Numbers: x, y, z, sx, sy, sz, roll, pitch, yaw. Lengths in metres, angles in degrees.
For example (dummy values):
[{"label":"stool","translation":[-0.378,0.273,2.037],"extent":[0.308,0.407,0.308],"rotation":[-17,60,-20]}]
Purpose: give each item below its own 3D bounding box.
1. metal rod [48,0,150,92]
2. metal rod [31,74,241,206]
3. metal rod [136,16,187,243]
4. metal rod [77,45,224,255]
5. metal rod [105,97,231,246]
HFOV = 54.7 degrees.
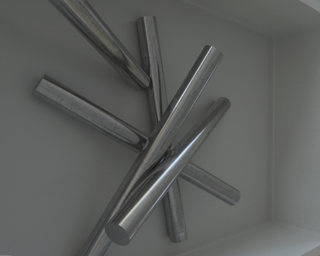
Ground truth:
[{"label":"metal rod","translation":[-0.080,-0.111,0.262],"extent":[0.300,0.025,0.025],"rotation":[44,61,-59]},{"label":"metal rod","translation":[-0.008,0.028,0.376],"extent":[0.301,0.025,0.025],"rotation":[32,70,-27]},{"label":"metal rod","translation":[0.004,0.007,0.411],"extent":[0.025,0.025,0.298],"rotation":[-14,99,-39]},{"label":"metal rod","translation":[-0.015,0.039,0.345],"extent":[0.025,0.025,0.299],"rotation":[35,84,-35]},{"label":"metal rod","translation":[0.033,0.026,0.378],"extent":[0.302,0.025,0.025],"rotation":[-43,118,-52]}]
